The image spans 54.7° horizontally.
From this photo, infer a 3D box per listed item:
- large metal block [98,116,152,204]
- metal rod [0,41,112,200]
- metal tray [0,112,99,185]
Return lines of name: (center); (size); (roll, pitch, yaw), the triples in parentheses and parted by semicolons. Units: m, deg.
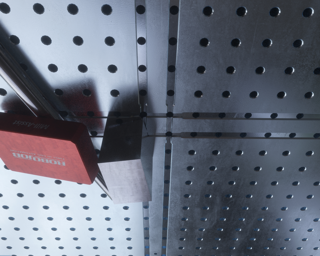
large metal block: (-0.041, 0.042, 0.411); (0.050, 0.080, 0.080); (-6, 130, 5)
metal rod: (-0.131, 0.004, 0.413); (0.025, 0.025, 0.299); (-19, 128, 15)
metal tray: (-0.151, 0.027, 0.403); (0.131, 0.030, 0.090); (7, 137, 13)
